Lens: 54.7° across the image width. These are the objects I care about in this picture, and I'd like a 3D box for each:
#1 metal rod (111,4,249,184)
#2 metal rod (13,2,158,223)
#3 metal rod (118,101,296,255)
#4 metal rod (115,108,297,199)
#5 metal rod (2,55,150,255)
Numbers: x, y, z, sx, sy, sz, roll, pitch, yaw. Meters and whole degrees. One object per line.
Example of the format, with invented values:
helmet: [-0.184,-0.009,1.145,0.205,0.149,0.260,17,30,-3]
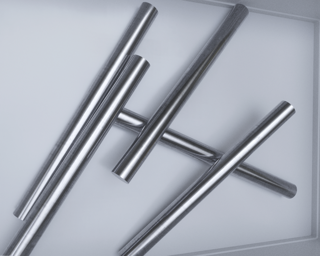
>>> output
metal rod: [0.036,-0.057,0.406,0.025,0.025,0.300,42,70,-16]
metal rod: [-0.084,-0.027,0.379,0.025,0.025,0.299,32,79,-18]
metal rod: [0.067,0.070,0.414,0.301,0.025,0.025,-41,104,-7]
metal rod: [0.076,0.041,0.440,0.302,0.025,0.025,24,82,-19]
metal rod: [-0.098,0.042,0.353,0.025,0.025,0.300,35,77,-17]
